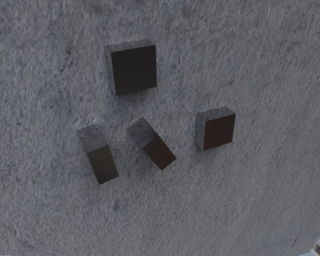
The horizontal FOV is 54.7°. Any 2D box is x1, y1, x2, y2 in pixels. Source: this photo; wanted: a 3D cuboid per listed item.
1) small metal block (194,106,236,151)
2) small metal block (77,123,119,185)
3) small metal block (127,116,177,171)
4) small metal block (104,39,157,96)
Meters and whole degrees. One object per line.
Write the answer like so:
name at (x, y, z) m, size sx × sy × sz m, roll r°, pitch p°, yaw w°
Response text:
small metal block at (0.080, 0.000, 0.453) m, size 0.050 × 0.025 × 0.050 m, roll -14°, pitch 125°, yaw -21°
small metal block at (-0.074, 0.030, 0.370) m, size 0.025 × 0.050 × 0.050 m, roll -22°, pitch 127°, yaw -15°
small metal block at (-0.010, 0.020, 0.399) m, size 0.025 × 0.050 × 0.050 m, roll -39°, pitch 130°, yaw -2°
small metal block at (-0.032, -0.069, 0.348) m, size 0.050 × 0.025 × 0.050 m, roll -15°, pitch 125°, yaw -20°
